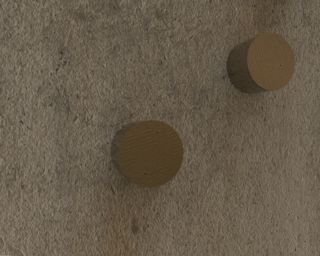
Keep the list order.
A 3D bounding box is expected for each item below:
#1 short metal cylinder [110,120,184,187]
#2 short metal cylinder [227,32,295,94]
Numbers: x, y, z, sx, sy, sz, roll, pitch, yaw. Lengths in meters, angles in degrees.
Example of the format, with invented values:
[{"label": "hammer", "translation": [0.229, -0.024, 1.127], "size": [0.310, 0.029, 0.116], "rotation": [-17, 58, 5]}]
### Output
[{"label": "short metal cylinder", "translation": [-0.018, 0.030, 0.389], "size": [0.081, 0.050, 0.080], "rotation": [0, 90, -20]}, {"label": "short metal cylinder", "translation": [0.145, -0.091, 0.449], "size": [0.081, 0.050, 0.080], "rotation": [0, 90, -20]}]
